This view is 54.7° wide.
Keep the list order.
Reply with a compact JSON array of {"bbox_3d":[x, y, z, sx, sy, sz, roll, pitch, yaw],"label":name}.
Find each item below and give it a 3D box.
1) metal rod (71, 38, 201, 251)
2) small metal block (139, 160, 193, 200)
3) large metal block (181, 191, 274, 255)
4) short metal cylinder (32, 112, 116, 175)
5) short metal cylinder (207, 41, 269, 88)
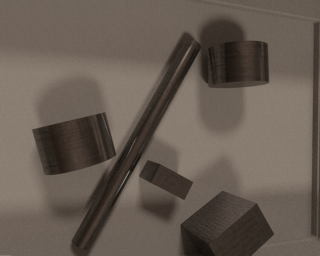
[{"bbox_3d":[-0.025,0.013,0.402,0.025,0.025,0.299,32,79,-18],"label":"metal rod"},{"bbox_3d":[0.007,0.066,0.401,0.050,0.050,0.025,31,80,-18],"label":"small metal block"},{"bbox_3d":[0.087,0.136,0.415,0.080,0.080,0.050,-34,102,-17],"label":"large metal block"},{"bbox_3d":[-0.095,0.016,0.347,0.081,0.080,0.050,-15,96,-20],"label":"short metal cylinder"},{"bbox_3d":[0.106,-0.084,0.422,0.081,0.080,0.050,-3,91,-20],"label":"short metal cylinder"}]
